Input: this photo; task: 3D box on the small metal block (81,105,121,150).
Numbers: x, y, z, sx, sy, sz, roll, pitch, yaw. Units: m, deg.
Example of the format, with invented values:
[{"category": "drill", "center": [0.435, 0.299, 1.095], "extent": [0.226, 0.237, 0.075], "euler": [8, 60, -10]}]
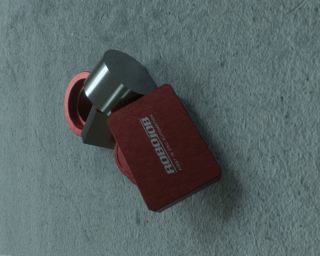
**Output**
[{"category": "small metal block", "center": [-0.075, -0.001, 0.426], "extent": [0.050, 0.050, 0.025], "euler": [-63, 31, 20]}]

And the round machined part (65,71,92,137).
[{"category": "round machined part", "center": [-0.100, -0.035, 0.475], "extent": [0.098, 0.042, 0.097], "euler": [0, 90, 39]}]

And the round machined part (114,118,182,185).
[{"category": "round machined part", "center": [-0.023, 0.031, 0.412], "extent": [0.098, 0.042, 0.097], "euler": [0, 90, 39]}]

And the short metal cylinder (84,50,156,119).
[{"category": "short metal cylinder", "center": [-0.053, -0.058, 0.413], "extent": [0.050, 0.081, 0.080], "euler": [-45, 63, 30]}]

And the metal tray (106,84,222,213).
[{"category": "metal tray", "center": [0.003, 0.022, 0.370], "extent": [0.090, 0.030, 0.130], "euler": [-29, 69, 2]}]
